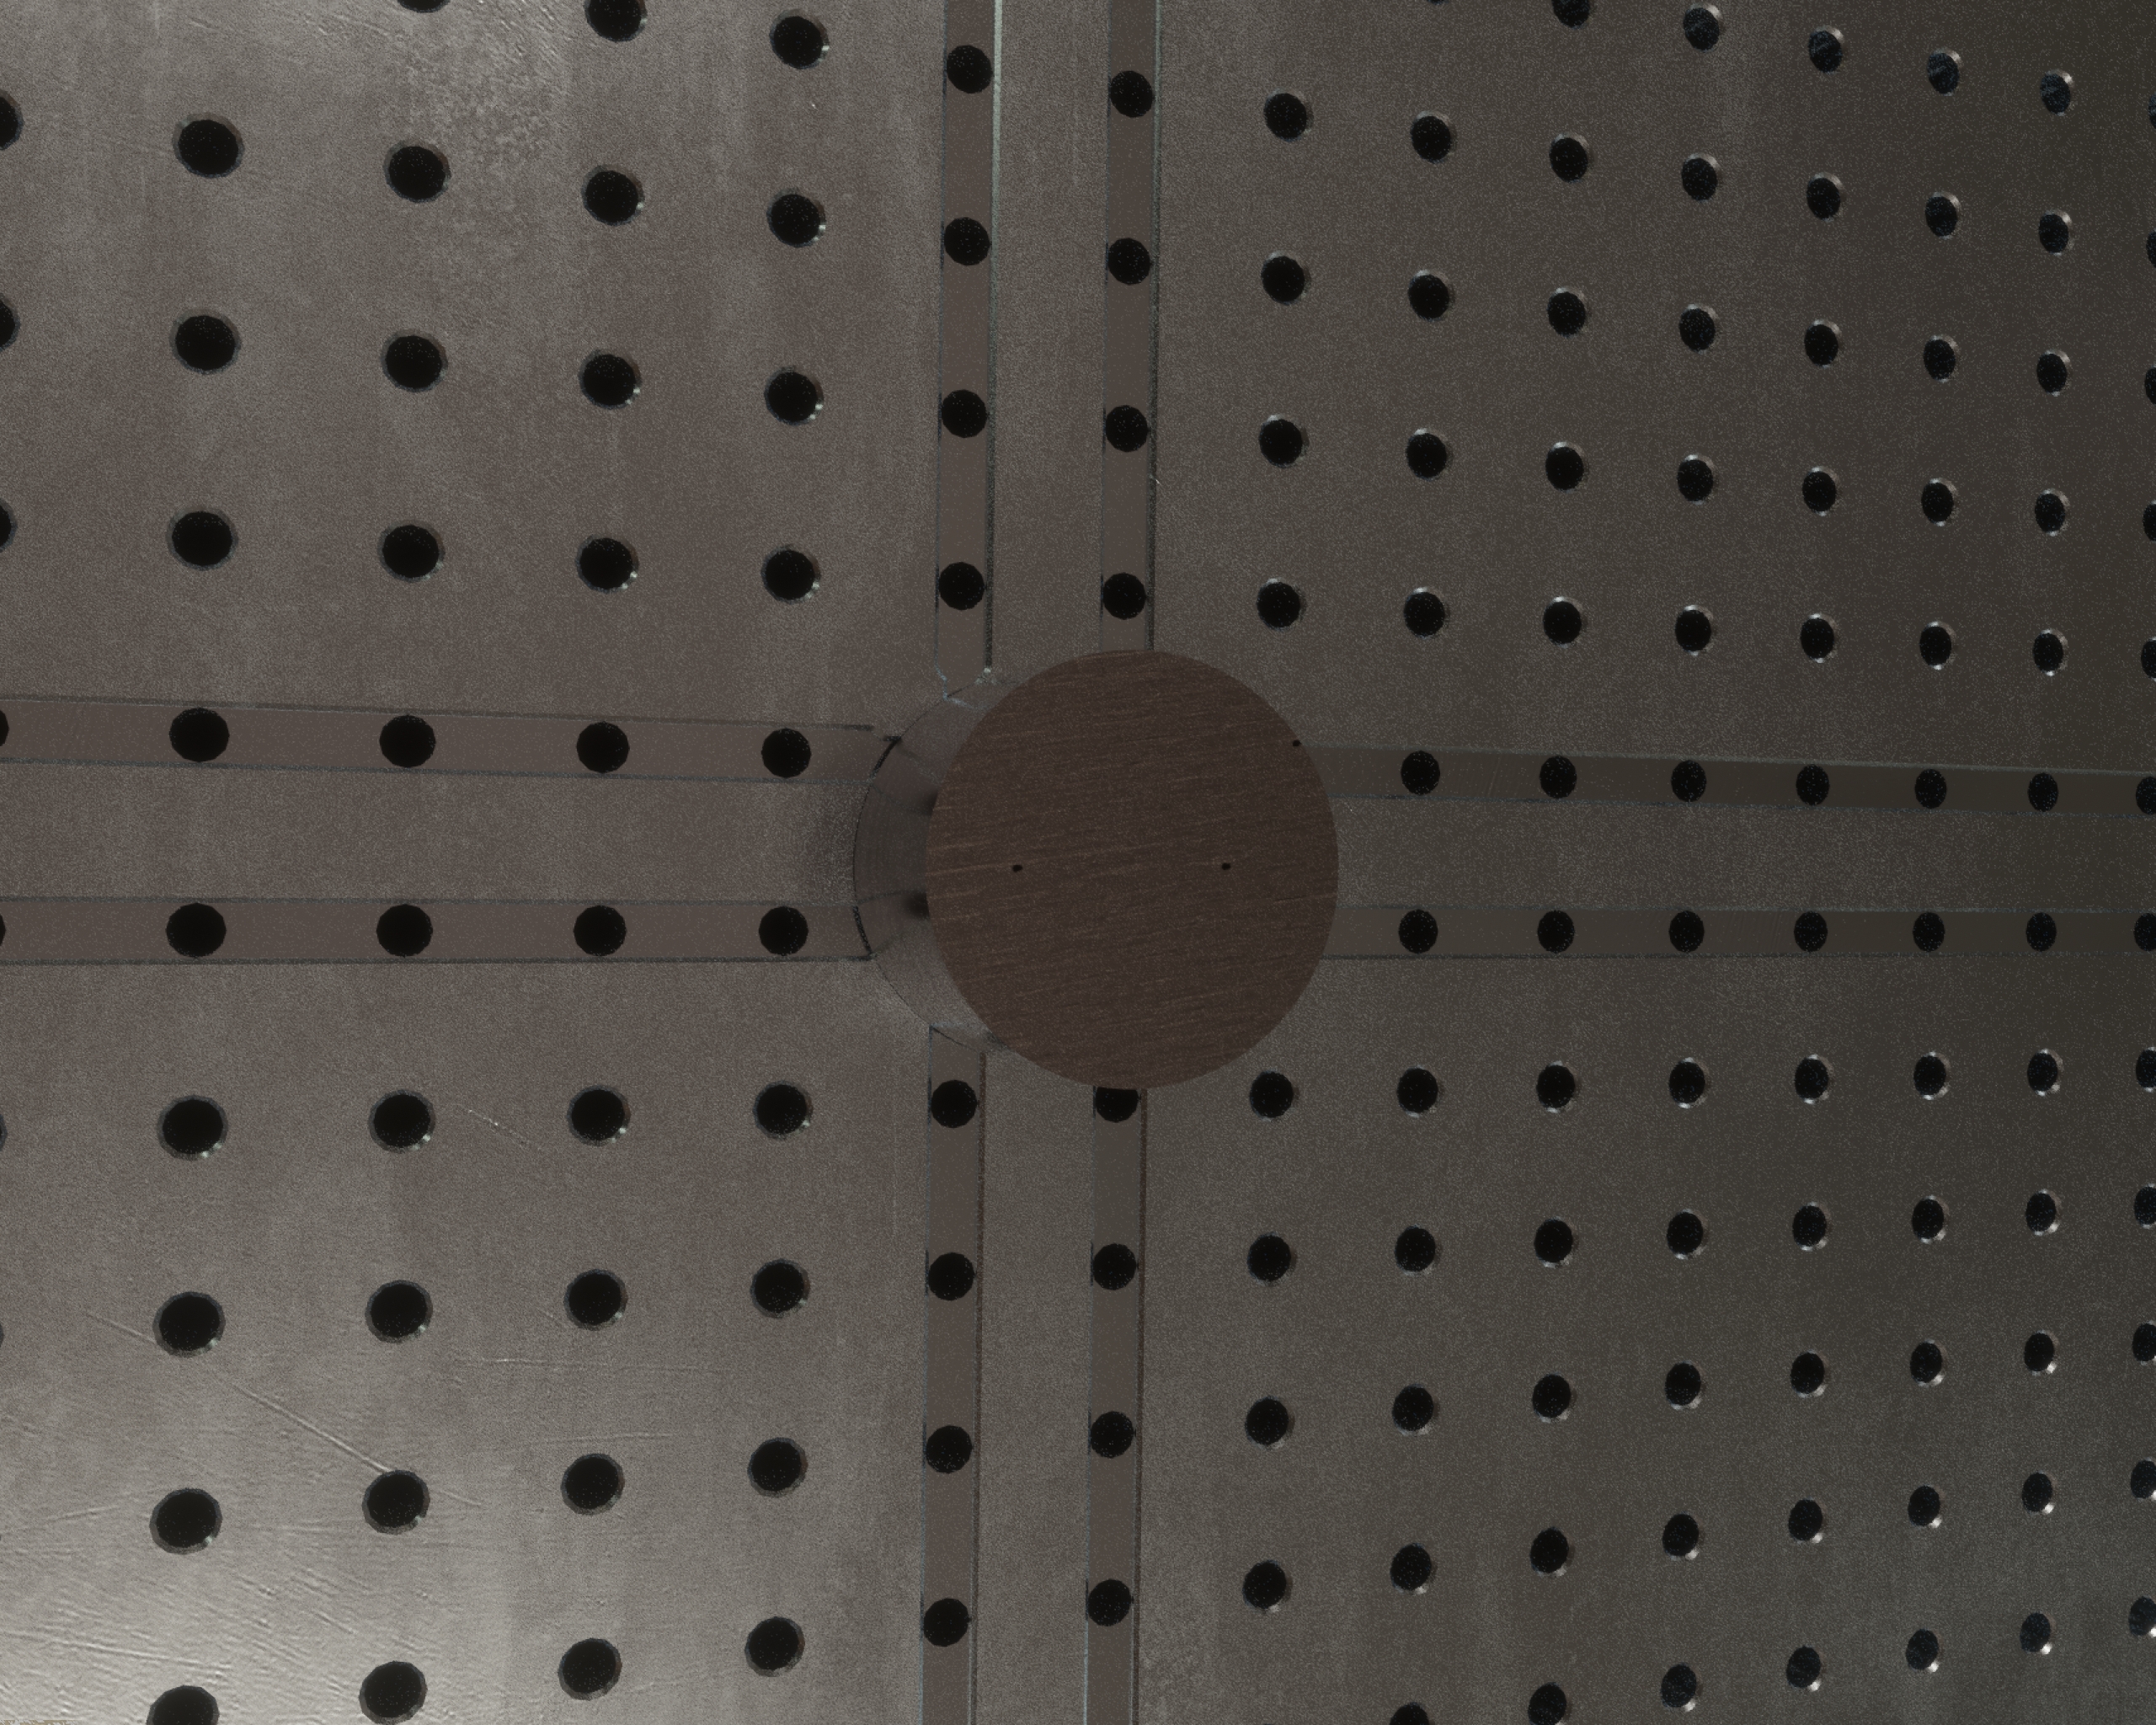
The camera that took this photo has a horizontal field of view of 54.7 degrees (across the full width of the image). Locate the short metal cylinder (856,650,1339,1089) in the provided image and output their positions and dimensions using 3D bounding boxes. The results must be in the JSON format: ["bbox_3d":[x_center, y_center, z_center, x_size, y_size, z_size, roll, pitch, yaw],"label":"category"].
[{"bbox_3d":[0.003,0.001,0.401,0.081,0.050,0.079,0,90,-21],"label":"short metal cylinder"}]
